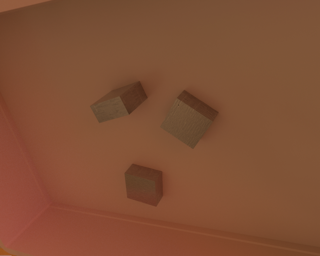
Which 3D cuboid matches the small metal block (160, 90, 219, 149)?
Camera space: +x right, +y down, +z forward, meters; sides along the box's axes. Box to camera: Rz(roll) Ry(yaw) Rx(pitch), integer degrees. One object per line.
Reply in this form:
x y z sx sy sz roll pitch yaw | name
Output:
0.036 -0.010 0.383 0.050 0.025 0.050 34 129 5 | small metal block

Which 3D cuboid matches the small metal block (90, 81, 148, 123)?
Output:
-0.052 -0.034 0.398 0.050 0.050 0.025 -13 112 33 | small metal block

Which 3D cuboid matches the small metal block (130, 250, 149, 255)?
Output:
-0.032 0.269 0.592 0.050 0.025 0.050 10 123 22 | small metal block

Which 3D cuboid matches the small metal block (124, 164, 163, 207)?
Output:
-0.024 0.087 0.474 0.050 0.025 0.050 11 123 21 | small metal block
